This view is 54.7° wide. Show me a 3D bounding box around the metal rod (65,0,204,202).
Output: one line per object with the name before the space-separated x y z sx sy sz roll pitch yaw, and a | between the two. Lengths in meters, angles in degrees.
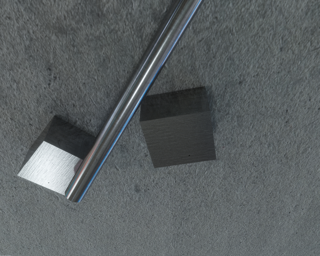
metal rod | -0.035 -0.028 0.345 0.025 0.025 0.298 25 114 -20

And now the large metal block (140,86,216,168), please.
large metal block | 0.024 0.000 0.391 0.080 0.050 0.080 -9 130 7

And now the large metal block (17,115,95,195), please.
large metal block | -0.133 0.042 0.425 0.080 0.050 0.080 31 123 -24
